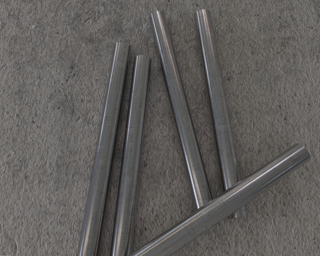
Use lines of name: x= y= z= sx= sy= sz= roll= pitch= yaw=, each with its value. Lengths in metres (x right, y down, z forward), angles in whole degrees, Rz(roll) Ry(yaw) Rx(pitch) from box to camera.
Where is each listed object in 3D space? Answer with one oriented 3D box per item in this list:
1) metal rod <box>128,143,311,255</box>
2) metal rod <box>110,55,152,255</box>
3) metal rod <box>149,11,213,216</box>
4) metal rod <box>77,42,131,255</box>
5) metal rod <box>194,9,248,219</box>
metal rod: x=0.043 y=0.104 z=0.342 sx=0.301 sy=0.025 sz=0.025 roll=-31 pitch=73 yaw=-11
metal rod: x=-0.036 y=0.043 z=0.392 sx=0.025 sy=0.025 sz=0.299 roll=4 pitch=70 yaw=1
metal rod: x=0.026 y=-0.031 z=0.419 sx=0.025 sy=0.025 sz=0.299 roll=-11 pitch=70 yaw=-4
metal rod: x=-0.069 y=0.022 z=0.399 sx=0.025 sy=0.025 sz=0.299 roll=5 pitch=70 yaw=2
metal rod: x=0.078 y=-0.032 z=0.420 sx=0.025 sy=0.025 sz=0.299 roll=-5 pitch=70 yaw=-2
